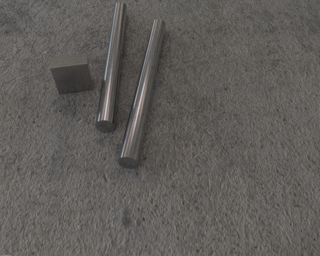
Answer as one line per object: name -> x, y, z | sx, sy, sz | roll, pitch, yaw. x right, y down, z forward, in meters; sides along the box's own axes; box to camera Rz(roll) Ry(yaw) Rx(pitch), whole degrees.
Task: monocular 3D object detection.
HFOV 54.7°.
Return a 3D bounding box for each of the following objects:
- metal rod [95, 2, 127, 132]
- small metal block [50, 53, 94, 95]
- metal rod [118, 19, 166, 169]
metal rod -> -0.074, -0.117, 0.500 | 0.025, 0.025, 0.300 | 0, 50, -1
small metal block -> -0.127, -0.078, 0.452 | 0.050, 0.050, 0.025 | -9, 51, -8
metal rod -> -0.020, -0.072, 0.463 | 0.025, 0.025, 0.300 | 5, 50, 4
